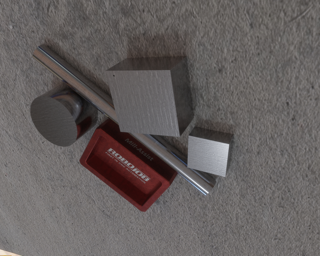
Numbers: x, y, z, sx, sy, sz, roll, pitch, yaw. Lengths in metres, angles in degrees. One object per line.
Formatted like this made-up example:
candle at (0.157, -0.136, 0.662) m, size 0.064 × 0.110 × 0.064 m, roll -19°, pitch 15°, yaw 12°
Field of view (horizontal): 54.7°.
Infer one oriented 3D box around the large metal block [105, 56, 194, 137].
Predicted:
large metal block at (-0.009, -0.039, 0.371) m, size 0.080 × 0.050 × 0.079 m, roll 4°, pitch 121°, yaw 25°

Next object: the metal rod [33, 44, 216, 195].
metal rod at (-0.049, -0.012, 0.424) m, size 0.300 × 0.025 × 0.025 m, roll 39°, pitch 129°, yaw 1°

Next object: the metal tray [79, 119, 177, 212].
metal tray at (-0.050, 0.058, 0.466) m, size 0.130 × 0.030 × 0.089 m, roll 38°, pitch 129°, yaw 2°

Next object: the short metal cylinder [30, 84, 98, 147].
short metal cylinder at (-0.138, -0.020, 0.450) m, size 0.080 × 0.050 × 0.079 m, roll 13°, pitch 124°, yaw 20°

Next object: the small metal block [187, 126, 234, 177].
small metal block at (0.063, 0.029, 0.393) m, size 0.050 × 0.025 × 0.050 m, roll 12°, pitch 124°, yaw 21°
